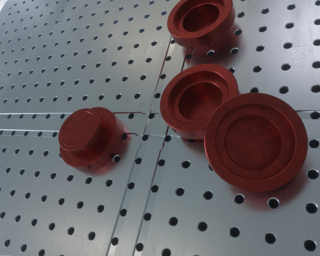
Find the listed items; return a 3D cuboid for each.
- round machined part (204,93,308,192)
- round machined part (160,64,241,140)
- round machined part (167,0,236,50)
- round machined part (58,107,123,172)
[{"bbox_3d":[0.095,0.016,0.322,0.098,0.042,0.098,-1,80,7],"label":"round machined part"},{"bbox_3d":[0.053,-0.029,0.388,0.098,0.042,0.098,-13,56,21],"label":"round machined part"},{"bbox_3d":[0.063,-0.156,0.461,0.098,0.042,0.098,-13,56,21],"label":"round machined part"},{"bbox_3d":[-0.106,0.010,0.448,0.098,0.042,0.098,-13,56,21],"label":"round machined part"}]
